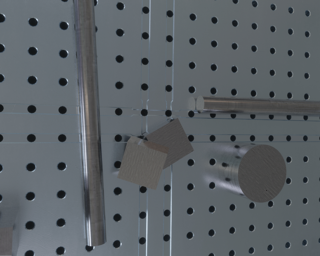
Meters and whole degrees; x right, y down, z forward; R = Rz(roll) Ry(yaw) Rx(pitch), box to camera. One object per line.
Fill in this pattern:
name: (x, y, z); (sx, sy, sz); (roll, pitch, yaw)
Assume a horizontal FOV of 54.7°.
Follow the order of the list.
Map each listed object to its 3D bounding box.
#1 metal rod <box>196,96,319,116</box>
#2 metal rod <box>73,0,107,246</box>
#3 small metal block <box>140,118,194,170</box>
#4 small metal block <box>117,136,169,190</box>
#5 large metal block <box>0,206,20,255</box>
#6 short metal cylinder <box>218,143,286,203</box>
metal rod: (0.198, -0.032, 0.485); (0.302, 0.025, 0.025); (0, 90, -20)
metal rod: (-0.086, -0.008, 0.380); (0.025, 0.025, 0.298); (-3, 91, -20)
small metal block: (0.010, 0.020, 0.416); (0.050, 0.025, 0.050); (-30, 100, -18)
small metal block: (-0.021, 0.043, 0.388); (0.050, 0.025, 0.050); (18, 105, 2)
large metal block: (-0.190, 0.116, 0.313); (0.081, 0.080, 0.050); (2, 90, -20)
short metal cylinder: (0.133, 0.062, 0.448); (0.081, 0.050, 0.080); (0, 90, -20)
